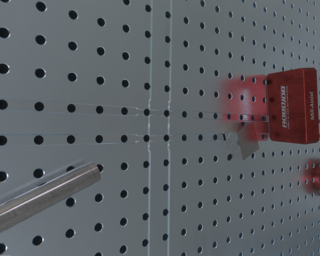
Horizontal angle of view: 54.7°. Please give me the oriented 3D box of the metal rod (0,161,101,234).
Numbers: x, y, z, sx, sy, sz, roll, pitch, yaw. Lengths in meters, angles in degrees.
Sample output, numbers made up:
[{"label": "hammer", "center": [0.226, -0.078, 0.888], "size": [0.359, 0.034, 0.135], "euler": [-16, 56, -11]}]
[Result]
[{"label": "metal rod", "center": [-0.182, 0.100, 0.256], "size": [0.302, 0.025, 0.025], "euler": [-25, 106, -37]}]

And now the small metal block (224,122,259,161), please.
[{"label": "small metal block", "center": [0.140, 0.021, 0.526], "size": [0.050, 0.025, 0.050], "euler": [-26, 107, -37]}]

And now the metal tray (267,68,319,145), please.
[{"label": "metal tray", "center": [0.240, -0.039, 0.564], "size": [0.030, 0.090, 0.129], "euler": [-6, 94, -21]}]
